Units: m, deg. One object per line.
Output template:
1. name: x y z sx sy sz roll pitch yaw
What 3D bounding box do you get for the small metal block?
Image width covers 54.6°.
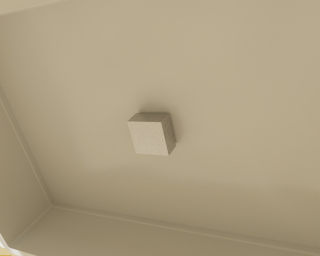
1. small metal block: -0.010 0.008 0.415 0.050 0.025 0.050 2 120 28
